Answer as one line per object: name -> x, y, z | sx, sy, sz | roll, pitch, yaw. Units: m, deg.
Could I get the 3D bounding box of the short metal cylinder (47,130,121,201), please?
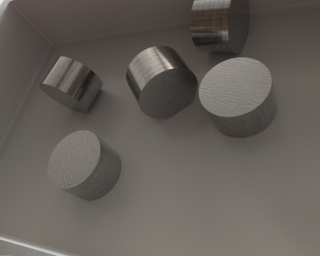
short metal cylinder -> -0.099, 0.050, 0.409 | 0.080, 0.050, 0.080 | -13, 56, 20

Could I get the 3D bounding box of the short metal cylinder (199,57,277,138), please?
short metal cylinder -> 0.092, -0.035, 0.362 | 0.080, 0.050, 0.080 | -13, 56, 20

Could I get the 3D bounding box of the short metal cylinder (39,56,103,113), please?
short metal cylinder -> -0.136, -0.065, 0.480 | 0.080, 0.080, 0.050 | 14, 69, 33

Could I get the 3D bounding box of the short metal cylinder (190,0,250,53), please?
short metal cylinder -> 0.082, -0.141, 0.413 | 0.050, 0.080, 0.080 | 10, 67, 32

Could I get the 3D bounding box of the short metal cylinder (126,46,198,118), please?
short metal cylinder -> 0.002, -0.059, 0.404 | 0.080, 0.080, 0.050 | -33, 52, 6
